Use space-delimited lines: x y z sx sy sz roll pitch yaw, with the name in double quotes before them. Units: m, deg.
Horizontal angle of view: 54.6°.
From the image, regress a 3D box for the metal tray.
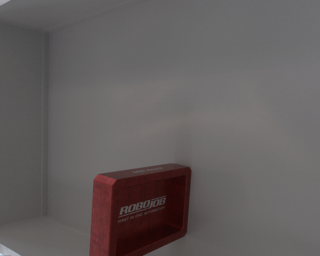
"metal tray" -0.016 0.092 0.353 0.030 0.131 0.089 7 94 40
